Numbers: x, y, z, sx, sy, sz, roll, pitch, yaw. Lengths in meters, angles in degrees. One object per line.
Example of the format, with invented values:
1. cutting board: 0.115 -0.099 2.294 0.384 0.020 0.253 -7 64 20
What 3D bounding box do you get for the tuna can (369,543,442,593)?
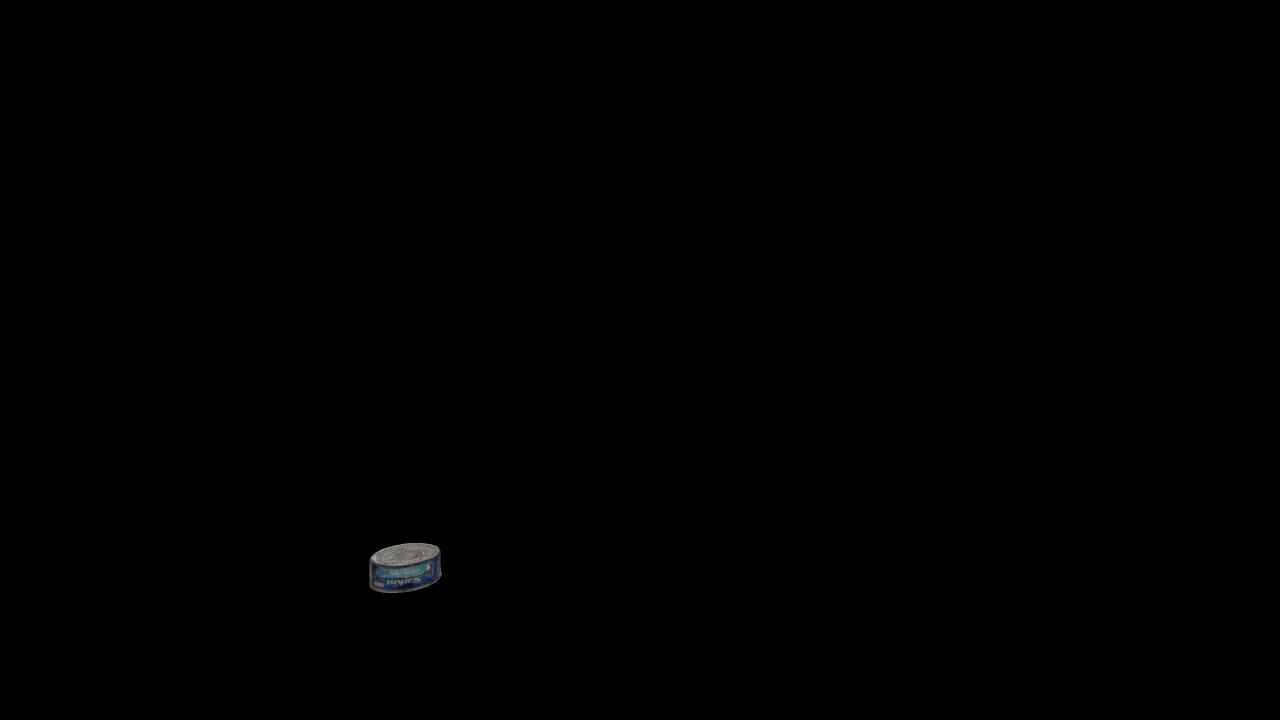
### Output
1. tuna can: -0.289 0.255 0.759 0.084 0.034 0.084 0 2 0
